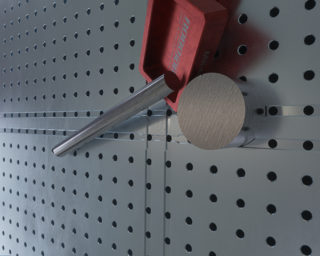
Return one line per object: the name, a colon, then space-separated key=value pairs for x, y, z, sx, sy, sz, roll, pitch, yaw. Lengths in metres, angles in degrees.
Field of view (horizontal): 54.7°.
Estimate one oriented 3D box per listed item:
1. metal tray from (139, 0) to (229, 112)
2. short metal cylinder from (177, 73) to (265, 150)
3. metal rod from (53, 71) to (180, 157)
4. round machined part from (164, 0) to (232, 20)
metal tray: x=0.019 y=-0.093 z=0.353 sx=0.090 sy=0.030 sz=0.129 roll=50 pitch=147 yaw=28
short metal cylinder: x=0.066 y=-0.017 z=0.338 sx=0.080 sy=0.050 sz=0.079 roll=0 pitch=90 yaw=40
metal rod: x=-0.083 y=-0.006 z=0.455 sx=0.299 sy=0.025 sz=0.025 roll=-26 pitch=74 yaw=44
round machined part: x=0.038 y=-0.173 z=0.367 sx=0.098 sy=0.042 sz=0.097 roll=0 pitch=90 yaw=40
